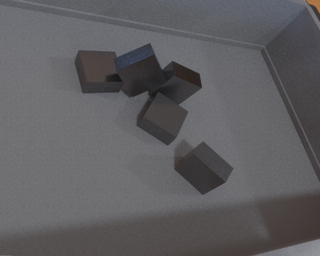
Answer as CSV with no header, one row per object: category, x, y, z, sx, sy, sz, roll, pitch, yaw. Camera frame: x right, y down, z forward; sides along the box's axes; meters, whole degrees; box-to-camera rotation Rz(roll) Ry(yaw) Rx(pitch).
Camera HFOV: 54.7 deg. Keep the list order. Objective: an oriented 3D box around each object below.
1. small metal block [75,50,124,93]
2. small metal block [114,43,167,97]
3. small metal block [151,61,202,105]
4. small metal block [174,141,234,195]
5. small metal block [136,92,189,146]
small metal block,-0.080,-0.074,0.409,0.050,0.025,0.050,-6,65,-31
small metal block,-0.024,-0.073,0.398,0.050,0.050,0.025,-22,50,6
small metal block,0.022,-0.062,0.435,0.050,0.050,0.025,17,54,-34
small metal block,0.054,0.051,0.389,0.050,0.050,0.025,42,51,0
small metal block,0.004,-0.013,0.417,0.050,0.025,0.050,33,51,-7
